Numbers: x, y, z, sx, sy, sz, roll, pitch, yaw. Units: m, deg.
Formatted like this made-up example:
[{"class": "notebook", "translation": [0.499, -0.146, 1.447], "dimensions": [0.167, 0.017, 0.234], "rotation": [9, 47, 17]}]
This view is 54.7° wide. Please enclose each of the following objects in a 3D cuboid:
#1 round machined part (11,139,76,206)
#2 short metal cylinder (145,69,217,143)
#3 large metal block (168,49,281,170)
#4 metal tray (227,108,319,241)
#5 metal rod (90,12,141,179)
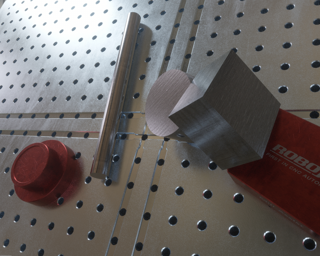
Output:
[{"class": "round machined part", "translation": [-0.176, 0.060, 0.453], "dimensions": [0.098, 0.042, 0.098], "rotation": [-13, 56, 21]}, {"class": "short metal cylinder", "translation": [0.027, -0.025, 0.374], "dimensions": [0.080, 0.050, 0.080], "rotation": [-18, 66, 46]}, {"class": "large metal block", "translation": [0.068, -0.018, 0.313], "dimensions": [0.050, 0.080, 0.080], "rotation": [-30, 21, 50]}, {"class": "metal tray", "translation": [0.144, 0.046, 0.302], "dimensions": [0.130, 0.030, 0.090], "rotation": [35, 81, 38]}, {"class": "metal rod", "translation": [-0.063, -0.067, 0.482], "dimensions": [0.025, 0.025, 0.299], "rotation": [-7, 58, 25]}]
